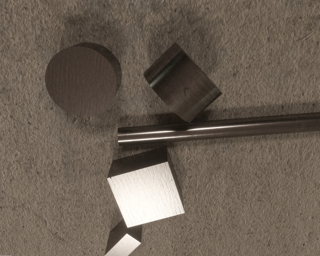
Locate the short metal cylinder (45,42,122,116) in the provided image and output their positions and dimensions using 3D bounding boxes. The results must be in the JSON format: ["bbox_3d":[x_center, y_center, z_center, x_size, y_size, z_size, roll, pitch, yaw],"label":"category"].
[{"bbox_3d":[-0.089,-0.060,0.373,0.081,0.050,0.079,0,110,-1],"label":"short metal cylinder"}]

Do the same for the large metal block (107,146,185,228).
[{"bbox_3d":[-0.017,0.080,0.426,0.080,0.050,0.080,-16,110,5],"label":"large metal block"}]

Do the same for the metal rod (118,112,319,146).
[{"bbox_3d":[0.096,0.000,0.411,0.302,0.025,0.025,-4,110,1],"label":"metal rod"}]

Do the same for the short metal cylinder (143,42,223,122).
[{"bbox_3d":[0.027,-0.053,0.361,0.050,0.080,0.080,-42,105,14],"label":"short metal cylinder"}]

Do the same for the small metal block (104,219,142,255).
[{"bbox_3d":[-0.052,0.161,0.455,0.025,0.050,0.050,39,105,-13],"label":"small metal block"}]
